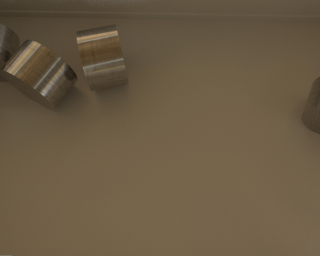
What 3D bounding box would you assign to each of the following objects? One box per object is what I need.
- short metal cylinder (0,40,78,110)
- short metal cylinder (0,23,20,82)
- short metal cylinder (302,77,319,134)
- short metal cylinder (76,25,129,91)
[{"bbox_3d":[-0.156,-0.068,0.403,0.080,0.080,0.050,29,73,9],"label":"short metal cylinder"},{"bbox_3d":[-0.236,-0.103,0.415,0.081,0.080,0.050,1,70,0],"label":"short metal cylinder"},{"bbox_3d":[0.229,-0.026,0.393,0.080,0.080,0.050,23,72,8],"label":"short metal cylinder"},{"bbox_3d":[-0.075,-0.093,0.414,0.050,0.080,0.080,-12,71,-5],"label":"short metal cylinder"}]
